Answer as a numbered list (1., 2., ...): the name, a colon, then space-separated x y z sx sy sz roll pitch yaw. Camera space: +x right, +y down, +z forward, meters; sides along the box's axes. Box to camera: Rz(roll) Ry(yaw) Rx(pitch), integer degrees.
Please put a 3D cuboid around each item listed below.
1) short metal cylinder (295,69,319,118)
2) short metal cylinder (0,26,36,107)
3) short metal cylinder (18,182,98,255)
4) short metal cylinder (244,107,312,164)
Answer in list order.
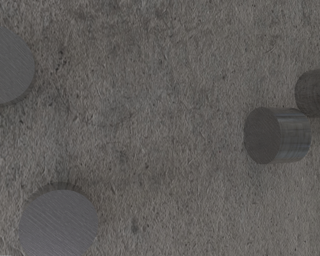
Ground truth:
1. short metal cylinder: 0.265 -0.056 0.493 0.081 0.050 0.080 0 90 -20
2. short metal cylinder: -0.176 -0.063 0.331 0.081 0.050 0.080 0 90 -20
3. short metal cylinder: -0.115 0.105 0.353 0.081 0.050 0.080 0 90 -20
4. short metal cylinder: 0.164 0.010 0.440 0.050 0.080 0.080 0 90 -20
